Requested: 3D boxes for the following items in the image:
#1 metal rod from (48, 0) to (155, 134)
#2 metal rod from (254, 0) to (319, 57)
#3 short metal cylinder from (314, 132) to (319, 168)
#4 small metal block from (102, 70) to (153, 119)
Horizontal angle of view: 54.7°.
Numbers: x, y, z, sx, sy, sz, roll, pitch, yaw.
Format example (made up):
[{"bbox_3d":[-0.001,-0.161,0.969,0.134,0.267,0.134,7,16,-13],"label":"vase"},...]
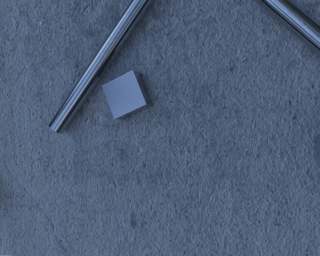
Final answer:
[{"bbox_3d":[-0.066,-0.115,0.430,0.025,0.025,0.299,41,102,15],"label":"metal rod"},{"bbox_3d":[0.098,-0.186,0.374,0.025,0.025,0.300,-46,76,14],"label":"metal rod"},{"bbox_3d":[0.208,0.026,0.323,0.080,0.050,0.079,0,90,19],"label":"short metal cylinder"},{"bbox_3d":[-0.044,-0.044,0.424,0.050,0.025,0.050,-24,82,18],"label":"small metal block"}]
